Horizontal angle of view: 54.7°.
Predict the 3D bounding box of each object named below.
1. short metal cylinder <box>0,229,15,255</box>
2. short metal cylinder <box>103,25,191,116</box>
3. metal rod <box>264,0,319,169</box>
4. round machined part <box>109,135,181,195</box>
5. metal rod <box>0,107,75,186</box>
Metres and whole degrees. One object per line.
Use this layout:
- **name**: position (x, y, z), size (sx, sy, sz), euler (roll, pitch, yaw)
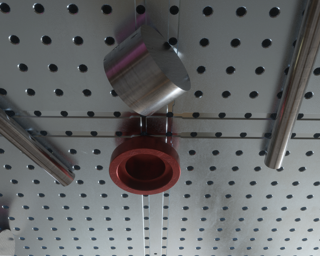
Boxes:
- **short metal cylinder**: position (-0.310, 0.228, 0.567), size (0.050, 0.080, 0.079), euler (-2, 130, 2)
- **short metal cylinder**: position (-0.012, -0.059, 0.325), size (0.050, 0.080, 0.080), euler (-33, 123, 24)
- **metal rod**: position (0.162, -0.062, 0.359), size (0.025, 0.025, 0.298), euler (-2, 130, 1)
- **round machined part**: position (-0.021, 0.049, 0.442), size (0.099, 0.042, 0.097), euler (0, 130, 0)
- **metal rod**: position (-0.215, -0.019, 0.392), size (0.025, 0.025, 0.300), euler (-23, 127, 18)
